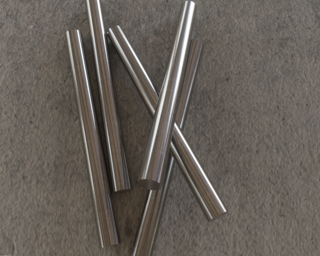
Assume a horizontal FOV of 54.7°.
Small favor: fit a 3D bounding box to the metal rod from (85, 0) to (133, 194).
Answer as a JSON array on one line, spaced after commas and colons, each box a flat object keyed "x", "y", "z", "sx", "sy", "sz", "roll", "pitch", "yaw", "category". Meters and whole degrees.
[{"x": -0.075, "y": -0.060, "z": 0.429, "sx": 0.025, "sy": 0.025, "sz": 0.299, "roll": -10, "pitch": 70, "yaw": -4, "category": "metal rod"}]

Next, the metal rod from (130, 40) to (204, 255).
[{"x": 0.015, "y": 0.014, "z": 0.403, "sx": 0.025, "sy": 0.025, "sz": 0.299, "roll": 14, "pitch": 70, "yaw": 4, "category": "metal rod"}]

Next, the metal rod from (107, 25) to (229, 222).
[{"x": -0.002, "y": -0.024, "z": 0.394, "sx": 0.025, "sy": 0.025, "sz": 0.299, "roll": -24, "pitch": 64, "yaw": -9, "category": "metal rod"}]

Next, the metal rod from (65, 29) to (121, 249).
[{"x": -0.092, "y": -0.001, "z": 0.407, "sx": 0.025, "sy": 0.025, "sz": 0.299, "roll": -13, "pitch": 71, "yaw": -5, "category": "metal rod"}]

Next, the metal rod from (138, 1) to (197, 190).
[{"x": 0.017, "y": -0.064, "z": 0.393, "sx": 0.025, "sy": 0.025, "sz": 0.300, "roll": 10, "pitch": 56, "yaw": 3, "category": "metal rod"}]
